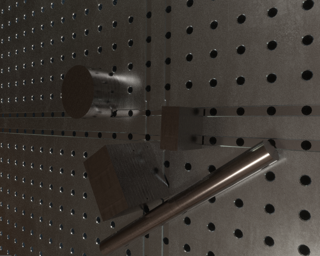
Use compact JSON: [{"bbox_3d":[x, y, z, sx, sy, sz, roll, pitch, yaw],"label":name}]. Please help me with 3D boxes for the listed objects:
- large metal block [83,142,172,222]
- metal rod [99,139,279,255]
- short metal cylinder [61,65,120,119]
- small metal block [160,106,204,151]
[{"bbox_3d":[-0.042,0.067,0.406,0.050,0.081,0.080,-36,68,34],"label":"large metal block"},{"bbox_3d":[0.016,0.103,0.394,0.299,0.025,0.025,-40,66,32],"label":"metal rod"},{"bbox_3d":[-0.108,-0.054,0.479,0.080,0.050,0.079,0,90,39],"label":"short metal cylinder"},{"bbox_3d":[0.027,0.000,0.369,0.025,0.050,0.050,4,93,40],"label":"small metal block"}]
